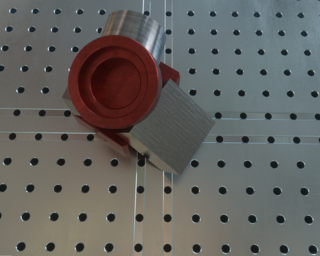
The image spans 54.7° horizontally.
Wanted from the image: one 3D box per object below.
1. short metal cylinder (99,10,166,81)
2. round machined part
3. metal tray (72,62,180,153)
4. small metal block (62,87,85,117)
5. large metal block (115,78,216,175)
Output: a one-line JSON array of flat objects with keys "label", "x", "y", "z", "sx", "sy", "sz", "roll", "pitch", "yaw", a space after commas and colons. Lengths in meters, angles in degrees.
[{"label": "short metal cylinder", "x": -0.037, "y": -0.099, "z": 0.386, "sx": 0.080, "sy": 0.080, "sz": 0.050, "roll": 13, "pitch": 71, "yaw": 4}, {"label": "round machined part", "x": -0.046, "y": -0.048, "z": 0.340, "sx": 0.098, "sy": 0.042, "sz": 0.097, "roll": 0, "pitch": 90, "yaw": 11}, {"label": "metal tray", "x": -0.044, "y": -0.043, "z": 0.425, "sx": 0.090, "sy": 0.030, "sz": 0.130, "roll": 33, "pitch": 73, "yaw": 11}, {"label": "small metal block", "x": -0.091, "y": -0.044, "z": 0.380, "sx": 0.025, "sy": 0.050, "sz": 0.050, "roll": 18, "pitch": 71, "yaw": 6}, {"label": "large metal block", "x": 0.007, "y": -0.001, "z": 0.379, "sx": 0.080, "sy": 0.050, "sz": 0.080, "roll": 42, "pitch": 72, "yaw": -19}]
